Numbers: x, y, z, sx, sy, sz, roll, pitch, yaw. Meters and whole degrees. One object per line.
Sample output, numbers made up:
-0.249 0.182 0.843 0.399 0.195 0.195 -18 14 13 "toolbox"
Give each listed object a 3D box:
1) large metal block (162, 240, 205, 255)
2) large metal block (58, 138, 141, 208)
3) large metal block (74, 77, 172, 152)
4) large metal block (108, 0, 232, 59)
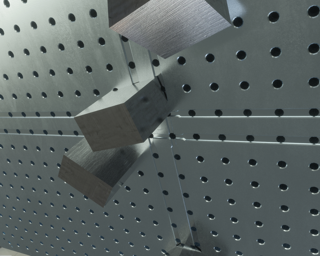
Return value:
0.045 0.249 0.526 0.080 0.050 0.080 41 129 0 "large metal block"
-0.088 0.055 0.457 0.080 0.080 0.050 33 129 7 "large metal block"
-0.044 -0.017 0.389 0.080 0.080 0.050 -12 112 33 "large metal block"
0.008 -0.116 0.291 0.080 0.080 0.050 -19 68 35 "large metal block"
